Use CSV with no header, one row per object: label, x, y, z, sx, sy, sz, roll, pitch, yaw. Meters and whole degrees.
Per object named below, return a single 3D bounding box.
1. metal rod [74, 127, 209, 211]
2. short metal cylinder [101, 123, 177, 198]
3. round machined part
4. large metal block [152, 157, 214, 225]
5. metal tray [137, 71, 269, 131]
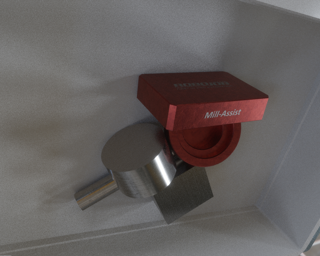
metal rod,0.022,0.027,0.437,0.302,0.025,0.025,-29,129,-10
short metal cylinder,-0.025,0.039,0.383,0.080,0.080,0.050,-30,129,-10
round machined part,0.053,0.000,0.408,0.099,0.042,0.097,-1,93,-14
large metal block,0.024,0.082,0.454,0.080,0.050,0.080,-29,129,-10
metal tray,0.049,-0.037,0.369,0.131,0.090,0.030,-7,122,-26
